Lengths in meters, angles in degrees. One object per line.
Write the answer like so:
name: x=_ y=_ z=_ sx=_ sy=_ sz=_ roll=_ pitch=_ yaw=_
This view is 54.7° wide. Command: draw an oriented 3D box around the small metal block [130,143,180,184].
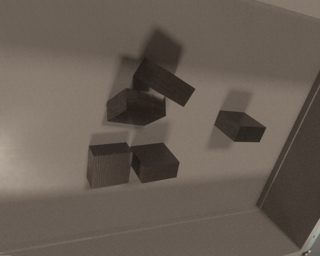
small metal block: x=-0.009 y=0.046 z=0.417 sx=0.050 sy=0.050 sz=0.025 roll=-5 pitch=121 yaw=-26

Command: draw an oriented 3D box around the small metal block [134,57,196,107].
small metal block: x=0.005 y=-0.054 z=0.362 sx=0.050 sy=0.050 sz=0.025 roll=26 pitch=100 yaw=-38

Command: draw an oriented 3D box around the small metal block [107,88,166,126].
small metal block: x=-0.028 y=-0.023 z=0.362 sx=0.050 sy=0.050 sz=0.025 roll=7 pitch=73 yaw=-32

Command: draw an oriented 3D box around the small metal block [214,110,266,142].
small metal block: x=0.118 y=-0.003 z=0.458 sx=0.050 sy=0.050 sz=0.025 roll=3 pitch=117 yaw=-30

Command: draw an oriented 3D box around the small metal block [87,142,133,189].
small metal block: x=-0.066 y=0.048 z=0.404 sx=0.050 sy=0.025 sz=0.050 roll=-4 pitch=121 yaw=-27
